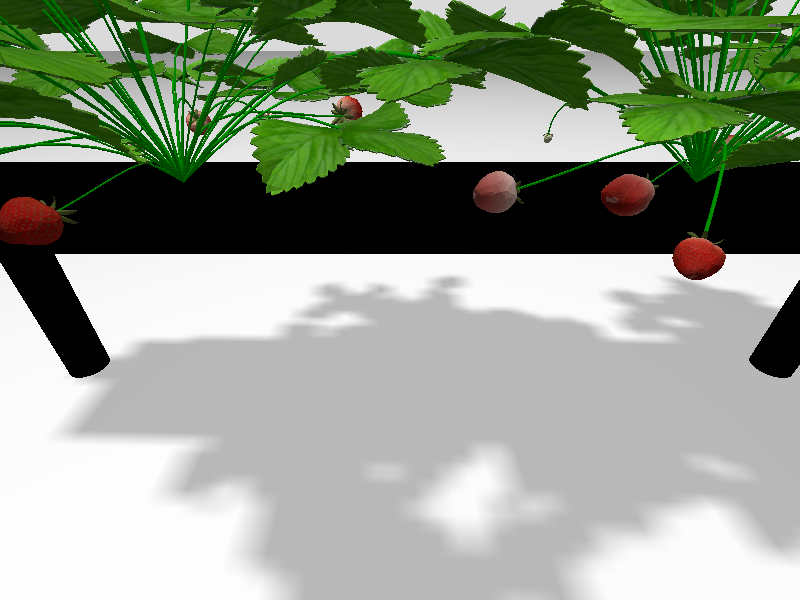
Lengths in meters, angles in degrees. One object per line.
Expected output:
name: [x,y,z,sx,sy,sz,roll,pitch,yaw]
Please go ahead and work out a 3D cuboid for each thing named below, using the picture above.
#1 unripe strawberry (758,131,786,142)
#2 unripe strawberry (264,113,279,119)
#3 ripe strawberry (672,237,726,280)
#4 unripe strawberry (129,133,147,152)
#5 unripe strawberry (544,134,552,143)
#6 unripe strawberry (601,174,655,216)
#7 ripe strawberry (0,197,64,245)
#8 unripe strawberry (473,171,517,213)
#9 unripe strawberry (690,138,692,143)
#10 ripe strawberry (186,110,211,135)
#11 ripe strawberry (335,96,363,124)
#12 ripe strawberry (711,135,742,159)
unripe strawberry: [0.367,-0.152,0.397,0.028,0.030,0.026,-18,38,-26]
unripe strawberry: [-0.166,-0.227,0.514,0.029,0.026,0.026,4,13,5]
ripe strawberry: [0.154,-0.020,0.207,0.023,0.023,0.019,19,-26,27]
unripe strawberry: [-0.285,-0.171,0.434,0.018,0.021,0.020,-26,35,-34]
unripe strawberry: [0.163,-0.178,0.442,0.009,0.010,0.010,-25,41,-32]
unripe strawberry: [0.154,-0.071,0.275,0.029,0.029,0.032,-24,40,-30]
ripe strawberry: [-0.221,-0.045,0.236,0.032,0.027,0.032,8,35,11]
unripe strawberry: [0.066,-0.075,0.284,0.030,0.030,0.028,-12,35,-16]
unripe strawberry: [0.314,-0.171,0.436,0.011,0.011,0.011,15,36,22]
ripe strawberry: [-0.254,-0.223,0.509,0.029,0.030,0.031,-10,2,-15]
ripe strawberry: [-0.065,-0.246,0.527,0.037,0.042,0.040,17,37,24]
ripe strawberry: [0.329,-0.152,0.400,0.029,0.025,0.029,-28,43,-36]
